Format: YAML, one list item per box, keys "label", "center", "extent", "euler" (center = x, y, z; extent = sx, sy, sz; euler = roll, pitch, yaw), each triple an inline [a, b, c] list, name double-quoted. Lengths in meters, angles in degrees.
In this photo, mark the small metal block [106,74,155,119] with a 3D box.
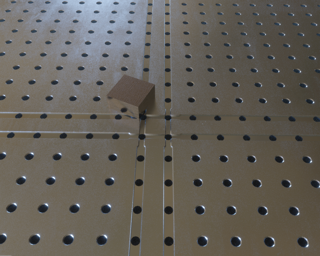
- label: "small metal block"
  center: [-0.041, -0.046, 0.446]
  extent: [0.050, 0.025, 0.050]
  euler: [21, 53, 16]
